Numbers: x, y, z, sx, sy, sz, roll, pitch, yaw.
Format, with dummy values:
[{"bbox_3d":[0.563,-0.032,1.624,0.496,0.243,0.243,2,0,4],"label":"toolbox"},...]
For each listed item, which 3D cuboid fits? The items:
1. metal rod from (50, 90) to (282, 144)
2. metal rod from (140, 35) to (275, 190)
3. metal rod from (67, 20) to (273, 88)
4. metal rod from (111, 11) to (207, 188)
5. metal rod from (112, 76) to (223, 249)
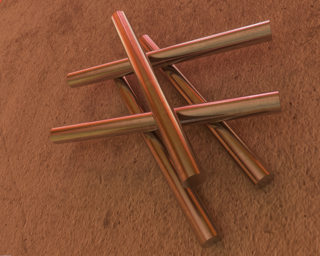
[{"bbox_3d":[-0.011,-0.008,0.383,0.301,0.025,0.025,-8,58,23],"label":"metal rod"},{"bbox_3d":[0.041,-0.042,0.408,0.025,0.025,0.300,-37,51,3],"label":"metal rod"},{"bbox_3d":[-0.002,-0.097,0.433,0.301,0.025,0.025,-9,58,23],"label":"metal rod"},{"bbox_3d":[-0.015,-0.059,0.384,0.025,0.025,0.299,-30,52,9],"label":"metal rod"},{"bbox_3d":[-0.009,0.012,0.400,0.025,0.025,0.300,-35,51,5],"label":"metal rod"}]
